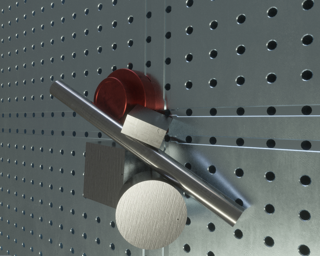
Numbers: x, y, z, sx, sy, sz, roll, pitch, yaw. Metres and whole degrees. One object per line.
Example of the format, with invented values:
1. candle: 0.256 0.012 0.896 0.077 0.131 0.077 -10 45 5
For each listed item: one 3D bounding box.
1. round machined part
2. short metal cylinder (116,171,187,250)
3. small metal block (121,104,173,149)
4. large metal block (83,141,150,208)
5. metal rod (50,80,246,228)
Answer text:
1. round machined part: -0.057 -0.037 0.443 0.098 0.042 0.097 0 90 39
2. short metal cylinder: -0.011 0.096 0.373 0.081 0.050 0.079 0 94 -5
3. small metal block: -0.015 -0.004 0.391 0.050 0.050 0.025 23 111 2
4. large metal block: -0.061 0.063 0.438 0.080 0.050 0.079 6 94 39
5. metal rod: -0.031 0.020 0.390 0.300 0.025 0.025 34 111 21
